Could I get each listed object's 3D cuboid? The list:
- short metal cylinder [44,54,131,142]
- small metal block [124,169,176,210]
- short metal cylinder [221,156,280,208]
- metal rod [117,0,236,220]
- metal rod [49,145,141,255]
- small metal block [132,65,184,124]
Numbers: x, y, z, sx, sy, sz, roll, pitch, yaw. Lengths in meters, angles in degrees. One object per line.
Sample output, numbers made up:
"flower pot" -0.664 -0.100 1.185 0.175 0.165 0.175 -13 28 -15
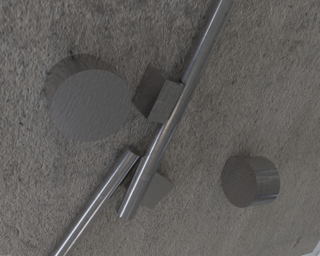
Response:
"short metal cylinder" -0.077 -0.032 0.328 0.081 0.050 0.079 -14 124 -21
"small metal block" -0.015 0.085 0.451 0.050 0.025 0.050 -45 129 3
"short metal cylinder" 0.146 0.086 0.505 0.050 0.080 0.079 1 118 -29
"metal rod" 0.015 -0.016 0.388 0.025 0.025 0.298 16 105 -35
"metal rod" -0.120 0.149 0.433 0.025 0.025 0.299 28 103 -38
"small metal block" -0.004 -0.040 0.364 0.025 0.050 0.050 14 111 -34
